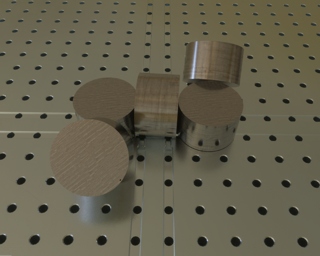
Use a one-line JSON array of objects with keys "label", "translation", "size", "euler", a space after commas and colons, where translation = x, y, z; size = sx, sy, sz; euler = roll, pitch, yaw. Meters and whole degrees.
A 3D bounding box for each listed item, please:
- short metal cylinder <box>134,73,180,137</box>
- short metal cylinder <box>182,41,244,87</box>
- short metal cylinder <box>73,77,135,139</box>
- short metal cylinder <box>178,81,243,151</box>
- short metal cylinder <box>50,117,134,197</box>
[{"label": "short metal cylinder", "translation": [-0.002, -0.029, 0.396], "size": [0.050, 0.080, 0.080], "euler": [4, 50, 3]}, {"label": "short metal cylinder", "translation": [0.075, -0.088, 0.438], "size": [0.080, 0.080, 0.050], "euler": [7, 92, 5]}, {"label": "short metal cylinder", "translation": [-0.069, -0.021, 0.407], "size": [0.081, 0.050, 0.080], "euler": [0, 50, 0]}, {"label": "short metal cylinder", "translation": [0.063, -0.016, 0.405], "size": [0.081, 0.050, 0.080], "euler": [0, 50, 0]}, {"label": "short metal cylinder", "translation": [-0.071, 0.029, 0.339], "size": [0.081, 0.050, 0.079], "euler": [0, 94, 1]}]
